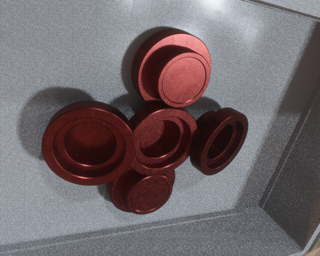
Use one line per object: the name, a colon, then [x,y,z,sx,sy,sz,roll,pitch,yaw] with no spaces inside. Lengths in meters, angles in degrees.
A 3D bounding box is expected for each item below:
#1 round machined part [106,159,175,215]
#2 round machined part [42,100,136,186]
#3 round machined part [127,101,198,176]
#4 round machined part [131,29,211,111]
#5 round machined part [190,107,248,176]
round machined part: [-0.022,0.082,0.434,0.099,0.042,0.097,-14,124,-21]
round machined part: [-0.078,0.014,0.351,0.099,0.042,0.097,-4,117,-7]
round machined part: [-0.004,0.010,0.398,0.099,0.042,0.097,-14,124,-21]
round machined part: [0.019,-0.063,0.367,0.099,0.042,0.097,-14,124,-21]
round machined part: [0.076,0.015,0.435,0.099,0.042,0.097,-28,135,-31]
